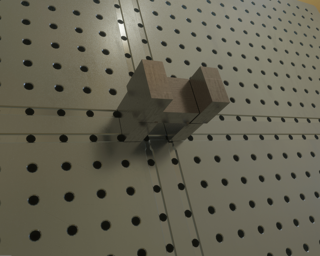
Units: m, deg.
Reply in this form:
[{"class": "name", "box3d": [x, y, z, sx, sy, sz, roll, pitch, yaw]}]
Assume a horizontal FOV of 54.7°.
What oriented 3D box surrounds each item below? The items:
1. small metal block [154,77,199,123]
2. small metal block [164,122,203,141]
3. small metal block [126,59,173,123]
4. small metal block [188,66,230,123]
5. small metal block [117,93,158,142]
[{"class": "small metal block", "box3d": [0.014, -0.034, 0.374, 0.050, 0.025, 0.050, 1, 61, -28]}, {"class": "small metal block", "box3d": [0.028, -0.016, 0.418, 0.025, 0.050, 0.050, -1, 62, -29]}, {"class": "small metal block", "box3d": [-0.013, -0.040, 0.345, 0.025, 0.050, 0.050, 0, 61, -28]}, {"class": "small metal block", "box3d": [0.054, -0.040, 0.381, 0.025, 0.050, 0.050, 0, 61, -28]}, {"class": "small metal block", "box3d": [-0.029, -0.016, 0.387, 0.025, 0.050, 0.050, 1, 62, -28]}]
